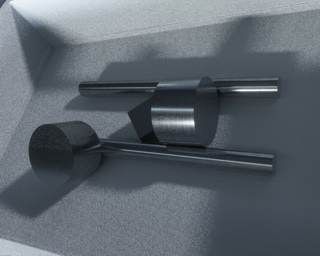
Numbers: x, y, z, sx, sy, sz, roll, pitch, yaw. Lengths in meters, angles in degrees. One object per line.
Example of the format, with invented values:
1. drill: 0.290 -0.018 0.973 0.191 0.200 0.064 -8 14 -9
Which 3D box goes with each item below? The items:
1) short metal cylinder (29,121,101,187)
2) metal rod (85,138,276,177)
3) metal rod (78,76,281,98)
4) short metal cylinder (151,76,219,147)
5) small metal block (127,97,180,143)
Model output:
1. short metal cylinder: -0.125 0.032 0.410 0.080 0.050 0.079 4 98 29
2. metal rod: -0.014 0.031 0.390 0.300 0.025 0.025 3 63 29
3. metal rod: 0.007 -0.055 0.432 0.300 0.025 0.025 3 64 29
4. short metal cylinder: 0.032 -0.019 0.363 0.050 0.080 0.080 2 63 29
5. small metal block: -0.009 -0.011 0.414 0.050 0.025 0.050 -33 52 6
